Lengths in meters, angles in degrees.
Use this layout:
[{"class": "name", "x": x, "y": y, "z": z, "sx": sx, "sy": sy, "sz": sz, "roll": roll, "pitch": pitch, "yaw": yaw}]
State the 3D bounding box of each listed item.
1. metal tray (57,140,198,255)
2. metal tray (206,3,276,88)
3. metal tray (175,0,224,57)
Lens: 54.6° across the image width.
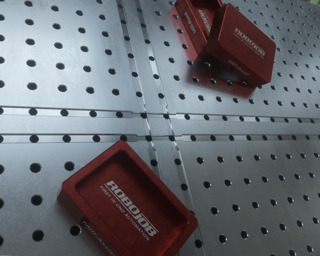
[{"class": "metal tray", "x": -0.032, "y": 0.087, "z": 0.333, "sx": 0.130, "sy": 0.030, "sz": 0.091, "roll": 47, "pitch": 51, "yaw": 5}, {"class": "metal tray", "x": 0.144, "y": -0.140, "z": 0.536, "sx": 0.131, "sy": 0.030, "sz": 0.090, "roll": 29, "pitch": 64, "yaw": -26}, {"class": "metal tray", "x": 0.091, "y": -0.190, "z": 0.568, "sx": 0.091, "sy": 0.030, "sz": 0.130, "roll": -7, "pitch": 65, "yaw": -31}]
